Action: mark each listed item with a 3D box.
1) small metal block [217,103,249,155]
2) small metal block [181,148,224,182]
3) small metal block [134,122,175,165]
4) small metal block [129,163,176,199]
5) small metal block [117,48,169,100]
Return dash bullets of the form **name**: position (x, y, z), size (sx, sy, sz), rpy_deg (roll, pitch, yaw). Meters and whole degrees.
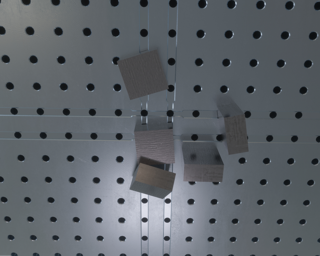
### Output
- **small metal block**: position (0.093, 0.000, 0.401), size (0.025, 0.050, 0.050), rpy_deg (-10, 110, 4)
- **small metal block**: position (0.056, 0.049, 0.418), size (0.050, 0.050, 0.025), rpy_deg (1, 110, -1)
- **small metal block**: position (-0.007, 0.022, 0.421), size (0.050, 0.025, 0.050), rpy_deg (-4, 110, 1)
- **small metal block**: position (-0.011, 0.074, 0.426), size (0.050, 0.025, 0.050), rpy_deg (18, 153, -7)
- **small metal block**: position (-0.020, -0.068, 0.388), size (0.050, 0.025, 0.050), rpy_deg (-16, 110, 5)
